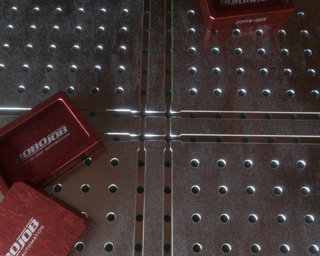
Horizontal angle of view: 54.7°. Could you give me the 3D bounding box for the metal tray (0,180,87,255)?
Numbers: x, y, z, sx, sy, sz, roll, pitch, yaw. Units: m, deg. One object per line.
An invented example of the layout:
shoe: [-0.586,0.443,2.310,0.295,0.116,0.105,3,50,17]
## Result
metal tray: [-0.154,0.135,0.340,0.090,0.030,0.130,34,78,-4]

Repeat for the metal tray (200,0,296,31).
metal tray: [0.132,-0.204,0.485,0.131,0.030,0.090,-8,70,-4]

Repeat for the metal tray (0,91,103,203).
metal tray: [-0.152,0.023,0.398,0.131,0.030,0.090,-36,74,-13]
